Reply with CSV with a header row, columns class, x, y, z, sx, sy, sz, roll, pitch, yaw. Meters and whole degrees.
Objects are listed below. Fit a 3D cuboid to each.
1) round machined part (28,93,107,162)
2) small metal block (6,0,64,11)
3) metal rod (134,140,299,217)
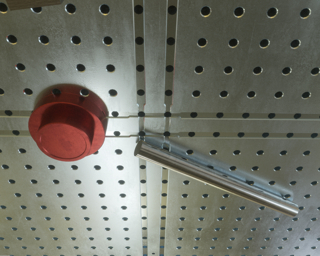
class,x,y,z,sx,sy,sz,roll,pitch,yaw
round machined part,-0.121,0.006,0.404,0.099,0.042,0.097,-1,130,0
small metal block,-0.122,-0.142,0.289,0.050,0.025,0.050,-6,130,4
metal rod,0.099,0.085,0.485,0.302,0.025,0.025,24,126,-20
